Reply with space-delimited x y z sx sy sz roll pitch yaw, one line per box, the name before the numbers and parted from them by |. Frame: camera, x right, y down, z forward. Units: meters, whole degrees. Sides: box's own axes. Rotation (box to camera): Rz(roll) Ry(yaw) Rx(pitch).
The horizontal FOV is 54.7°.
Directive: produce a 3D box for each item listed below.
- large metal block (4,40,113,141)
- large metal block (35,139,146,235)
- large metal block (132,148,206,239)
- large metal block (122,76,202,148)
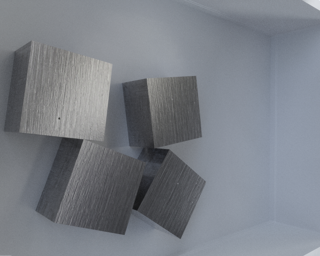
large metal block | -0.099 -0.031 0.307 0.081 0.050 0.080 9 84 -40
large metal block | -0.071 0.062 0.331 0.080 0.050 0.080 26 74 -37
large metal block | 0.002 0.081 0.392 0.080 0.050 0.080 43 64 -32
large metal block | 0.004 -0.022 0.393 0.081 0.050 0.079 -11 97 -40
